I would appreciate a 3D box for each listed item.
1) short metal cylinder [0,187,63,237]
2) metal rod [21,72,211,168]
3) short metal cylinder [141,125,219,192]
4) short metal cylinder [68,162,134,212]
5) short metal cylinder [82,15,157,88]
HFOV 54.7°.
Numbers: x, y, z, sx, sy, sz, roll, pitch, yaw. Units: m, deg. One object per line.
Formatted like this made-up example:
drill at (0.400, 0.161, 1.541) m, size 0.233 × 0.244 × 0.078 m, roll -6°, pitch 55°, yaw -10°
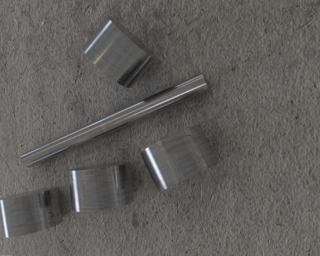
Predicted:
short metal cylinder at (-0.185, 0.118, 0.445) m, size 0.080 × 0.080 × 0.050 m, roll -12°, pitch 86°, yaw 19°
metal rod at (-0.074, -0.004, 0.434) m, size 0.300 × 0.025 × 0.025 m, roll -22°, pitch 83°, yaw 18°
short metal cylinder at (0.023, 0.036, 0.371) m, size 0.080 × 0.080 × 0.050 m, roll -29°, pitch 81°, yaw 18°
short metal cylinder at (-0.077, 0.075, 0.407) m, size 0.080 × 0.080 × 0.050 m, roll -7°, pitch 88°, yaw 20°
short metal cylinder at (-0.051, -0.097, 0.398) m, size 0.080 × 0.080 × 0.050 m, roll 47°, pitch 105°, yaw 14°
